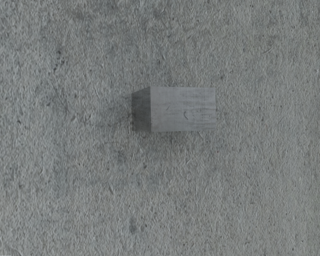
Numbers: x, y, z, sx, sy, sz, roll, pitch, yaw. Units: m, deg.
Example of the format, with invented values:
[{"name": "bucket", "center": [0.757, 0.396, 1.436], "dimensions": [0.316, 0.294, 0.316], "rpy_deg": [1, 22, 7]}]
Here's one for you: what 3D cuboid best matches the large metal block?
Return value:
[{"name": "large metal block", "center": [0.014, -0.022, 0.387], "dimensions": [0.081, 0.080, 0.050], "rpy_deg": [-1, 91, -20]}]
